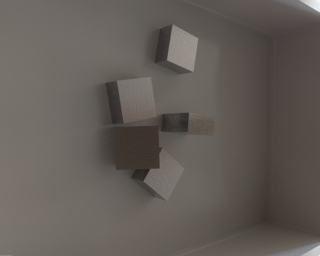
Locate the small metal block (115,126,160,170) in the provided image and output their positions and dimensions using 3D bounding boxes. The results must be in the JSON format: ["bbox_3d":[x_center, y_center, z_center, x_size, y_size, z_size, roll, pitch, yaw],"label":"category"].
[{"bbox_3d":[-0.027,0.023,0.370,0.050,0.025,0.050,-2,91,-3],"label":"small metal block"}]

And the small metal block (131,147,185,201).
[{"bbox_3d":[-0.002,0.060,0.407,0.050,0.025,0.050,46,63,-32],"label":"small metal block"}]

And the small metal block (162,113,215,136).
[{"bbox_3d":[0.039,-0.005,0.425,0.050,0.050,0.025,7,86,-40],"label":"small metal block"}]

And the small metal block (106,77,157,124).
[{"bbox_3d":[-0.035,-0.034,0.379,0.050,0.025,0.050,-14,99,-39],"label":"small metal block"}]

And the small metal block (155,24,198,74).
[{"bbox_3d":[0.024,-0.107,0.428,0.050,0.025,0.050,15,81,-39],"label":"small metal block"}]
